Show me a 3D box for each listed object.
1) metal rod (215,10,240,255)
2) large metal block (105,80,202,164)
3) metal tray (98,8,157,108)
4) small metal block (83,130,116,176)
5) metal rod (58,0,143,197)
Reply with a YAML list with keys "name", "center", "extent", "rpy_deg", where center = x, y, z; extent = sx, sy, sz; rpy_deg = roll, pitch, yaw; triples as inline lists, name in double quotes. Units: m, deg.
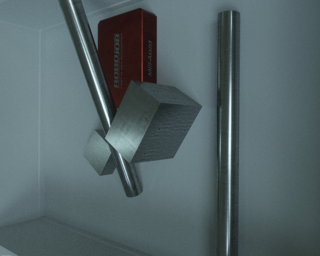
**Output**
- name: "metal rod"
  center: [0.075, 0.024, 0.343]
  extent: [0.025, 0.025, 0.298]
  rpy_deg: [1, 90, 39]
- name: "large metal block"
  center: [-0.007, -0.007, 0.375]
  extent: [0.050, 0.081, 0.079]
  rpy_deg: [41, 115, 32]
- name: "metal tray"
  center: [-0.048, -0.093, 0.441]
  extent: [0.090, 0.030, 0.129]
  rpy_deg: [0, 90, 39]
- name: "small metal block"
  center: [-0.086, 0.037, 0.476]
  extent: [0.050, 0.025, 0.050]
  rpy_deg: [42, 115, 31]
- name: "metal rod"
  center: [-0.075, -0.045, 0.390]
  extent: [0.025, 0.025, 0.298]
  rpy_deg: [0, 114, 40]
